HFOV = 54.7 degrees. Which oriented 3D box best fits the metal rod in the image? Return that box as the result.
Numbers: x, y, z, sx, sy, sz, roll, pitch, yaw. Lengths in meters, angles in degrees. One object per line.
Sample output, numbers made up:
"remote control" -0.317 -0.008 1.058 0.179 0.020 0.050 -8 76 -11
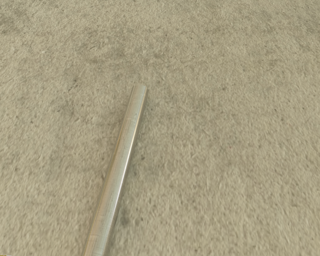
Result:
"metal rod" -0.051 0.060 0.352 0.025 0.025 0.300 7 50 5
